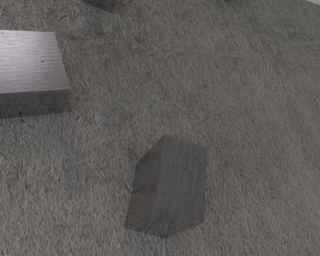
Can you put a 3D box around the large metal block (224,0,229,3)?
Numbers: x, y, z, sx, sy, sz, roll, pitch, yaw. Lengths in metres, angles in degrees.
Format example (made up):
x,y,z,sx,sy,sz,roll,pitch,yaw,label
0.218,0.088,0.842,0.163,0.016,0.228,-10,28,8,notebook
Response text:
x,y,z,sx,sy,sz,roll,pitch,yaw,label
0.141,-0.328,0.663,0.080,0.050,0.080,39,51,-2,large metal block

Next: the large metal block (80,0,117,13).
x,y,z,sx,sy,sz,roll,pitch,yaw,label
-0.079,-0.240,0.472,0.050,0.080,0.080,17,55,-19,large metal block

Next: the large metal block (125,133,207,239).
x,y,z,sx,sy,sz,roll,pitch,yaw,label
0.006,0.065,0.332,0.050,0.080,0.080,20,54,-17,large metal block

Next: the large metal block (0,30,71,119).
x,y,z,sx,sy,sz,roll,pitch,yaw,label
-0.153,-0.059,0.341,0.081,0.050,0.080,-8,66,-32,large metal block
